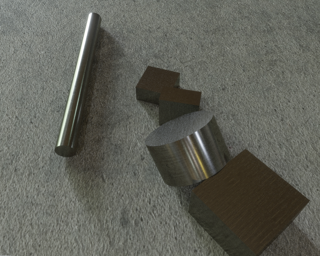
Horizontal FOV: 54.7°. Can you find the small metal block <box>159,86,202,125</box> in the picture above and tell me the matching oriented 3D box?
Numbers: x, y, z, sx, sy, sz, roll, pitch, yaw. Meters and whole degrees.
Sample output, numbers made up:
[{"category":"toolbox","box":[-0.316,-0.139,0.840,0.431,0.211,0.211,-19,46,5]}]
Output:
[{"category":"small metal block","box":[0.026,-0.025,0.408,0.050,0.050,0.025,9,51,7]}]

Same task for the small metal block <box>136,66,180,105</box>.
[{"category":"small metal block","box":[-0.002,-0.061,0.455,0.050,0.025,0.050,15,52,12]}]

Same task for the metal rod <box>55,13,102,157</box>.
[{"category":"metal rod","box":[-0.118,-0.086,0.473,0.025,0.025,0.300,0,50,-1]}]

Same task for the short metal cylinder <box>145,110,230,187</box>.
[{"category":"short metal cylinder","box":[0.030,0.021,0.344,0.080,0.050,0.080,-23,16,7]}]

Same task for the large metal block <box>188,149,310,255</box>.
[{"category":"large metal block","box":[0.088,0.081,0.320,0.081,0.050,0.080,-32,57,-24]}]
